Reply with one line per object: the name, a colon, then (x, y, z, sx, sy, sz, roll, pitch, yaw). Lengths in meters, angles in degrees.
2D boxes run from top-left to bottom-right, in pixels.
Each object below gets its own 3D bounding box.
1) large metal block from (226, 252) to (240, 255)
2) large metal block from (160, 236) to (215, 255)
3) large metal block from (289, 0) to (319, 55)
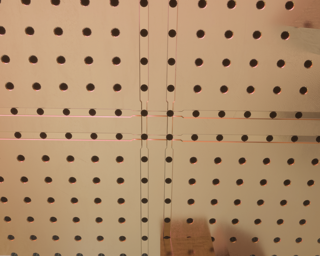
large metal block: (0.137, 0.251, 0.477, 0.080, 0.080, 0.050, 24, 108, -9)
large metal block: (0.043, 0.219, 0.481, 0.080, 0.050, 0.080, -3, 110, 1)
large metal block: (0.204, -0.124, 0.340, 0.050, 0.080, 0.080, 40, 105, -13)
